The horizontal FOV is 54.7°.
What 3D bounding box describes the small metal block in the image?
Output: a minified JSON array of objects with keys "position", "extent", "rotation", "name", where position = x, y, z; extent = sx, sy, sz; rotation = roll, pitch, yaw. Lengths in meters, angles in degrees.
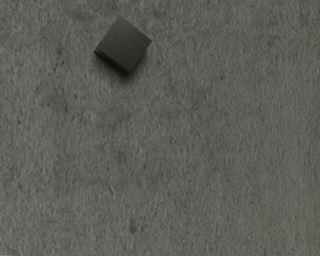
[{"position":[-0.047,-0.104,0.392],"extent":[0.050,0.025,0.050],"rotation":[35,78,-17],"name":"small metal block"}]
